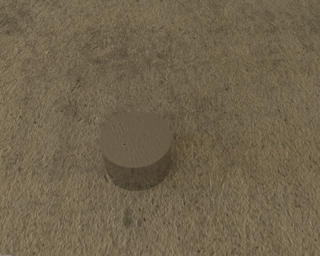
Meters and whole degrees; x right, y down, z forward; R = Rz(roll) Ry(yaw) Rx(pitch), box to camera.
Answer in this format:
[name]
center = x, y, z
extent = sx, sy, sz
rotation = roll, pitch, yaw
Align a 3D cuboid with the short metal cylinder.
[short metal cylinder]
center = -0.027, 0.026, 0.365
extent = 0.080, 0.050, 0.080
rotation = 0, 50, 0
